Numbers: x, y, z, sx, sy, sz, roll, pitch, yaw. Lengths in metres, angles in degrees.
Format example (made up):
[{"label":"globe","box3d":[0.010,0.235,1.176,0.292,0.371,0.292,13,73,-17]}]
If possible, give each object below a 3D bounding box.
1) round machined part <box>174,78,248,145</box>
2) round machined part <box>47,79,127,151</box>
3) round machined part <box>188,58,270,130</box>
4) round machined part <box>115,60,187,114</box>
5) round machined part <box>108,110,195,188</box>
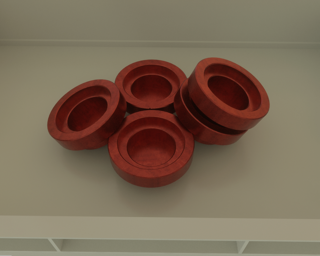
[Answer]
[{"label":"round machined part","box3d":[0.062,-0.018,0.393,0.099,0.042,0.098,15,47,-17]},{"label":"round machined part","box3d":[-0.086,-0.012,0.388,0.098,0.042,0.098,-13,48,16]},{"label":"round machined part","box3d":[0.077,-0.036,0.372,0.099,0.042,0.098,15,48,-17]},{"label":"round machined part","box3d":[-0.012,-0.048,0.432,0.099,0.042,0.098,0,50,0]},{"label":"round machined part","box3d":[-0.010,0.028,0.367,0.099,0.042,0.098,0,50,0]}]
